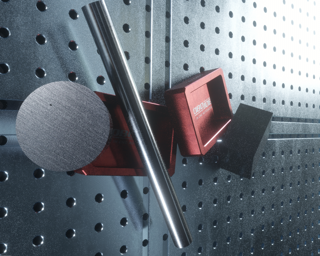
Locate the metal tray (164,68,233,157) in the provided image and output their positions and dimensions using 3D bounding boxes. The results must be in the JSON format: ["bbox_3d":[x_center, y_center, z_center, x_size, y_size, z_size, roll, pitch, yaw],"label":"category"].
[{"bbox_3d":[0.061,-0.026,0.432,0.131,0.030,0.089,-35,113,-52],"label":"metal tray"}]

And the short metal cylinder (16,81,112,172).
[{"bbox_3d":[-0.087,0.000,0.296,0.081,0.050,0.080,0,86,-5],"label":"short metal cylinder"}]

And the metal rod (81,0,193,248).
[{"bbox_3d":[-0.019,0.010,0.354,0.025,0.025,0.298,-32,110,-36],"label":"metal rod"}]

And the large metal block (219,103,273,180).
[{"bbox_3d":[0.133,0.022,0.481,0.080,0.050,0.080,-59,154,-23],"label":"large metal block"}]

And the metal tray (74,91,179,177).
[{"bbox_3d":[-0.036,0.012,0.375,0.131,0.030,0.089,9,85,-40],"label":"metal tray"}]
